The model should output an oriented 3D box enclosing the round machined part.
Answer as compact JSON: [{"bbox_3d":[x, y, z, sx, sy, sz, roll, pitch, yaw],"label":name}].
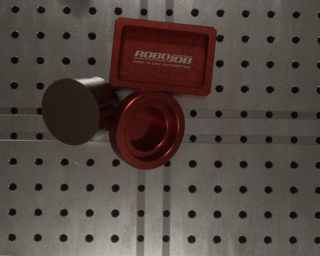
[{"bbox_3d":[-0.020,0.000,0.389,0.099,0.042,0.097,-10,108,-33],"label":"round machined part"}]

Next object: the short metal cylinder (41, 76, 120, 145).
[{"bbox_3d":[-0.097,-0.023,0.385,0.080,0.050,0.079,5,104,19],"label":"short metal cylinder"}]

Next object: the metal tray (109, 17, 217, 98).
[{"bbox_3d":[0.004,-0.091,0.410,0.131,0.030,0.089,6,90,-1],"label":"metal tray"}]
